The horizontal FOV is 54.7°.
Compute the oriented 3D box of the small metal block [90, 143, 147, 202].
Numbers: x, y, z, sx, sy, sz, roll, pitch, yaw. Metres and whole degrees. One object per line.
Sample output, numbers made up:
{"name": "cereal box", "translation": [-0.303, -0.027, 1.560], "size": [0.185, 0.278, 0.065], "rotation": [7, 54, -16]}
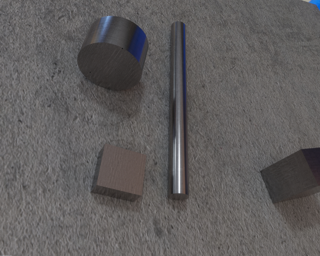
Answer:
{"name": "small metal block", "translation": [-0.046, 0.051, 0.349], "size": [0.050, 0.025, 0.050], "rotation": [18, 55, -18]}

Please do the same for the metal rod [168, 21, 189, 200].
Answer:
{"name": "metal rod", "translation": [0.027, -0.045, 0.447], "size": [0.025, 0.025, 0.299], "rotation": [15, 55, -20]}

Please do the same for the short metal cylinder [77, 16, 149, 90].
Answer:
{"name": "short metal cylinder", "translation": [-0.058, -0.094, 0.395], "size": [0.080, 0.080, 0.050], "rotation": [21, 54, -16]}

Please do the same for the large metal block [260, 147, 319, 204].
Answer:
{"name": "large metal block", "translation": [0.208, 0.067, 0.442], "size": [0.081, 0.080, 0.050], "rotation": [-2, 63, -29]}
